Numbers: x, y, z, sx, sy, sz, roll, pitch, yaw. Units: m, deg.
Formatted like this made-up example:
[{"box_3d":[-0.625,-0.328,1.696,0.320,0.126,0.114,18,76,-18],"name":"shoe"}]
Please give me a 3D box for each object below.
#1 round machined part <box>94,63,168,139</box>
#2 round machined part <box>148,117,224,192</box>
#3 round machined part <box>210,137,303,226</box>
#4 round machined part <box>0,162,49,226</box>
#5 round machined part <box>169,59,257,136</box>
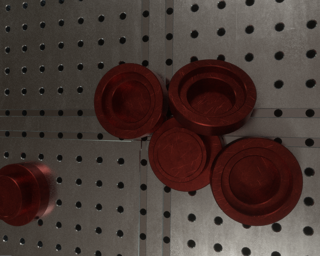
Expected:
[{"box_3d":[-0.035,-0.034,0.414,0.098,0.042,0.097,0,89,20],"name":"round machined part"},{"box_3d":[0.030,0.033,0.392,0.098,0.042,0.097,0,90,19],"name":"round machined part"},{"box_3d":[0.107,0.058,0.357,0.099,0.042,0.097,0,92,4],"name":"round machined part"},{"box_3d":[-0.227,0.104,0.481,0.098,0.042,0.097,0,90,19],"name":"round machined part"},{"box_3d":[0.060,-0.032,0.366,0.099,0.042,0.098,-1,57,1],"name":"round machined part"}]
